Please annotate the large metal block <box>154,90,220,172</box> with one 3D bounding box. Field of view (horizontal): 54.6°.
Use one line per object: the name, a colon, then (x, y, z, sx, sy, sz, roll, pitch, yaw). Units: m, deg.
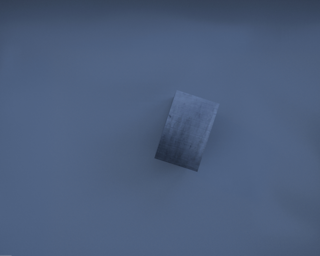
large metal block: (0.030, 0.003, 0.384, 0.050, 0.080, 0.080, 18, 90, 0)
